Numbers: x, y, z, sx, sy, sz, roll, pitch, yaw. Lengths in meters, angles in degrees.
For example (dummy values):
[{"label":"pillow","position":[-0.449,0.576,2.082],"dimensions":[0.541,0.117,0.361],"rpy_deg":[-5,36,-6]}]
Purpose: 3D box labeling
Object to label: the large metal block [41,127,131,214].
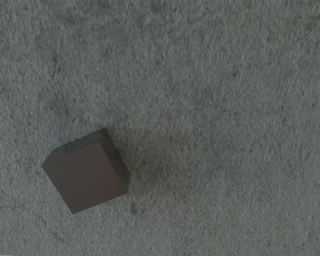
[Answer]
[{"label":"large metal block","position":[-0.095,0.057,0.416],"dimensions":[0.080,0.050,0.080],"rpy_deg":[-23,109,7]}]
